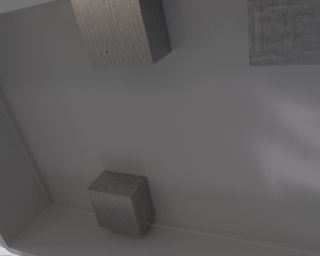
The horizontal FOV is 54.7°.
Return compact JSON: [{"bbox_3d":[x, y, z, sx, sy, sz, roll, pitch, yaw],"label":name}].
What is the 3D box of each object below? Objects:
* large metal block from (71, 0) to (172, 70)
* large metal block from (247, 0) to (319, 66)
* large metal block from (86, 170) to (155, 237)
[{"bbox_3d":[-0.041,-0.113,0.344,0.080,0.050,0.080,1,119,28],"label":"large metal block"},{"bbox_3d":[0.121,-0.089,0.254,0.080,0.080,0.050,4,120,26],"label":"large metal block"},{"bbox_3d":[-0.061,0.120,0.499,0.080,0.050,0.079,4,120,26],"label":"large metal block"}]
